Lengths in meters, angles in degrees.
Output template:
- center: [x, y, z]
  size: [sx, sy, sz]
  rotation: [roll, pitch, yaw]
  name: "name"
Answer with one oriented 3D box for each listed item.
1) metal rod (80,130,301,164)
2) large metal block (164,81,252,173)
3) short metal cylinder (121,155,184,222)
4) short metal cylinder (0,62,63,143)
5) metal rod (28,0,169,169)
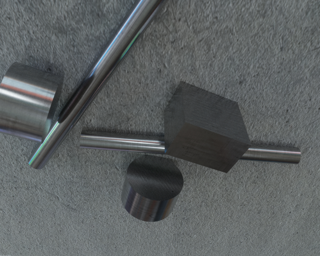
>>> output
- center: [0.045, 0.027, 0.430]
  size: [0.302, 0.025, 0.025]
  rotation: [5, 130, -5]
  name: "metal rod"
- center: [0.052, -0.002, 0.370]
  size: [0.080, 0.080, 0.050]
  rotation: [19, 128, -16]
  name: "large metal block"
- center: [-0.012, 0.086, 0.444]
  size: [0.081, 0.080, 0.050]
  rotation: [10, 129, -9]
  name: "short metal cylinder"
- center: [-0.145, -0.027, 0.346]
  size: [0.050, 0.080, 0.079]
  rotation: [17, 128, -14]
  name: "short metal cylinder"
- center: [-0.088, -0.042, 0.369]
  size: [0.025, 0.025, 0.299]
  rotation: [30, 124, -23]
  name: "metal rod"
